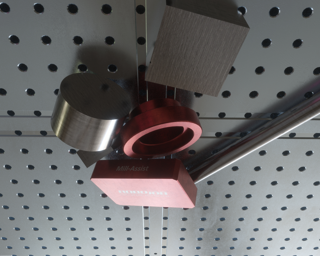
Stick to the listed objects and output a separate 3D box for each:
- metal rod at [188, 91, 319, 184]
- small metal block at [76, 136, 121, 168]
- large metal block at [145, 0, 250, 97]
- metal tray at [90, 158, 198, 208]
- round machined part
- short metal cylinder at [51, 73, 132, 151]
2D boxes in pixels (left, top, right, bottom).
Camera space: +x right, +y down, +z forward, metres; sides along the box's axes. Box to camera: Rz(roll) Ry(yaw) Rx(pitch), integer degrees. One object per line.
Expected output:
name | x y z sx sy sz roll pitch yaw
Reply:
metal rod | 0.135 0.014 0.424 0.299 0.025 0.025 -35 122 26
small metal block | -0.073 0.022 0.409 0.050 0.050 0.025 -34 91 26
large metal block | 0.034 -0.087 0.322 0.081 0.050 0.079 12 129 -10
metal tray | -0.021 0.081 0.446 0.130 0.030 0.090 -4 142 23
round machined part | -0.001 -0.001 0.383 0.099 0.042 0.098 -13 154 -6
short metal cylinder | -0.080 -0.019 0.358 0.081 0.080 0.050 19 127 -15
